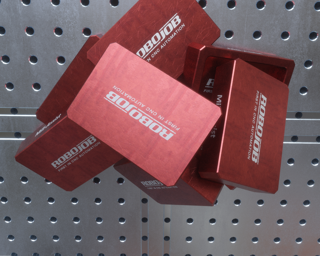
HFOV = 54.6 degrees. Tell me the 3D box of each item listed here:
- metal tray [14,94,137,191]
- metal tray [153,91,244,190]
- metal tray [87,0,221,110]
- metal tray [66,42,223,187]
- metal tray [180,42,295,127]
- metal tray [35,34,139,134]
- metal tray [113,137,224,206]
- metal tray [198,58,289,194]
[{"bbox_3d":[-0.105,0.023,0.394,0.130,0.030,0.090,-33,123,23],"label":"metal tray"},{"bbox_3d":[0.050,0.007,0.382,0.130,0.090,0.030,43,105,-13],"label":"metal tray"},{"bbox_3d":[-0.007,-0.096,0.355,0.130,0.030,0.090,-45,107,0],"label":"metal tray"},{"bbox_3d":[-0.016,-0.014,0.311,0.130,0.030,0.090,34,93,9],"label":"metal tray"},{"bbox_3d":[0.090,-0.047,0.370,0.131,0.030,0.089,2,111,-22],"label":"metal tray"},{"bbox_3d":[-0.083,-0.041,0.394,0.090,0.030,0.130,37,106,-13],"label":"metal tray"},{"bbox_3d":[0.005,0.058,0.385,0.090,0.130,0.030,41,63,-15],"label":"metal tray"},{"bbox_3d":[0.096,0.000,0.344,0.091,0.030,0.130,19,74,-29],"label":"metal tray"}]
